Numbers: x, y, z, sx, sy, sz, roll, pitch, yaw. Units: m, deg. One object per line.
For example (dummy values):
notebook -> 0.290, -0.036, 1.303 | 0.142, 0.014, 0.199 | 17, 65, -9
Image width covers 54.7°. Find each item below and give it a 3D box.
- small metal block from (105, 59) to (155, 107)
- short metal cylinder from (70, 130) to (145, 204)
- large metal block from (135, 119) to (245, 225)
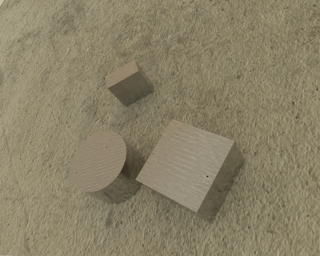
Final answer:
small metal block -> -0.043, -0.064, 0.450 | 0.050, 0.050, 0.025 | -28, 52, 10
short metal cylinder -> -0.065, 0.050, 0.391 | 0.080, 0.050, 0.080 | -13, 56, 21
large metal block -> 0.035, 0.046, 0.342 | 0.080, 0.050, 0.080 | 21, 73, 35
